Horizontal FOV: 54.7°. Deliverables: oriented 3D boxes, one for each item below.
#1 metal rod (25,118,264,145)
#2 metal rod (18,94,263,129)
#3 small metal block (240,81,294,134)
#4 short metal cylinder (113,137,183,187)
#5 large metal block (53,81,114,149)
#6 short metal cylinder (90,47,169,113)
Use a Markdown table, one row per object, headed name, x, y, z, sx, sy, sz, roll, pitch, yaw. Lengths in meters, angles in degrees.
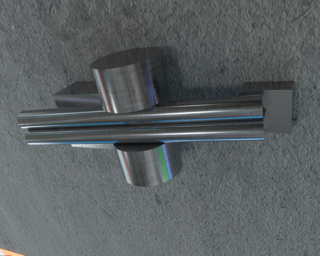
| name | x | y | z | sx | sy | sz | roll | pitch | yaw |
| --- | --- | --- | --- | --- | --- | --- | --- | --- | --- |
| metal rod | -0.034 | 0.006 | 0.372 | 0.301 | 0.025 | 0.025 | -2 | 118 | 20 |
| metal rod | -0.039 | -0.016 | 0.361 | 0.301 | 0.025 | 0.025 | -2 | 118 | 20 |
| small metal block | 0.116 | -0.023 | 0.333 | 0.050 | 0.025 | 0.050 | 3 | 120 | 27 |
| short metal cylinder | -0.014 | 0.031 | 0.399 | 0.080 | 0.080 | 0.050 | 2 | 119 | 27 |
| large metal block | -0.087 | -0.019 | 0.427 | 0.080 | 0.050 | 0.080 | 2 | 119 | 27 |
| short metal cylinder | -0.034 | -0.057 | 0.355 | 0.080 | 0.080 | 0.050 | 2 | 119 | 27 |
